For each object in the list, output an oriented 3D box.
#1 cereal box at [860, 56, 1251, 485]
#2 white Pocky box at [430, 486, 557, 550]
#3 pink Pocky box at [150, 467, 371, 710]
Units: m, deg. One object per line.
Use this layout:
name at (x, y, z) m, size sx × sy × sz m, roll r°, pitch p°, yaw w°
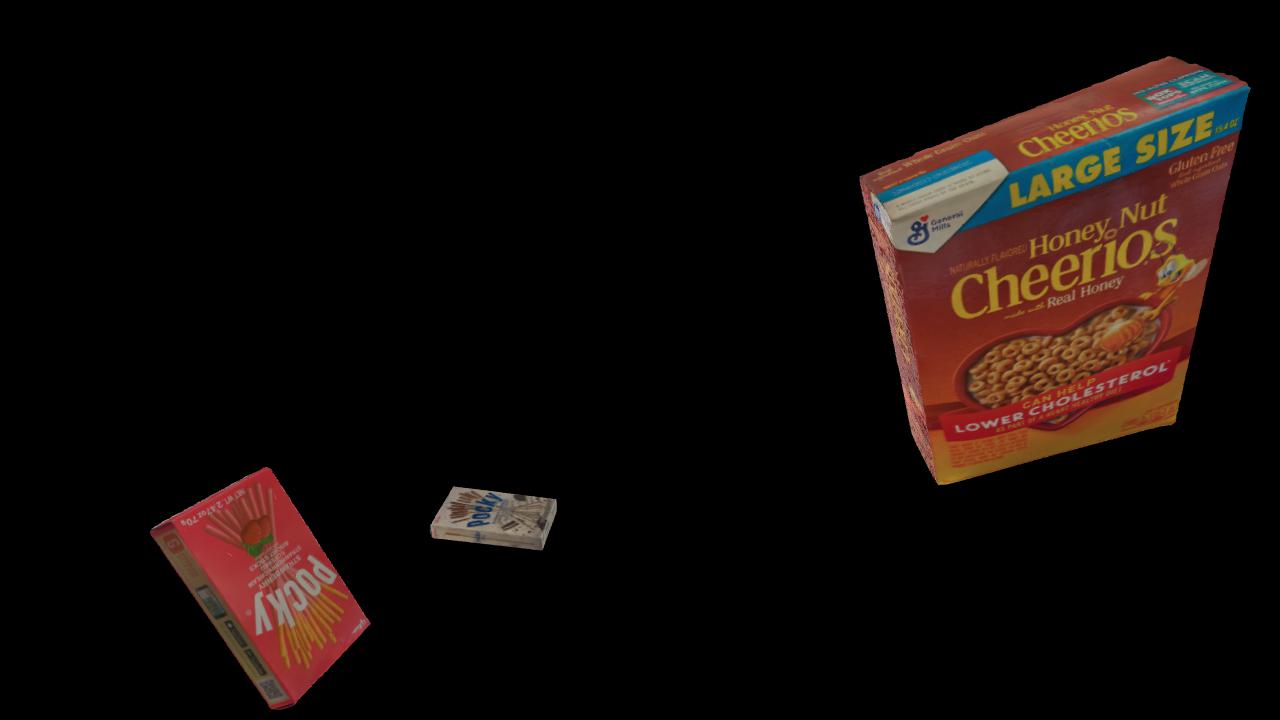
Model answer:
cereal box at (0.305, -0.040, 0.479) m, size 0.203 × 0.306 × 0.081 m, roll -19°, pitch 39°, yaw 13°
white Pocky box at (-0.199, 0.218, 0.849) m, size 0.154 × 0.028 × 0.084 m, roll 5°, pitch 28°, yaw 5°
pink Pocky box at (-0.273, 0.165, 0.455) m, size 0.029 × 0.155 × 0.084 m, roll -24°, pitch 9°, yaw 20°
